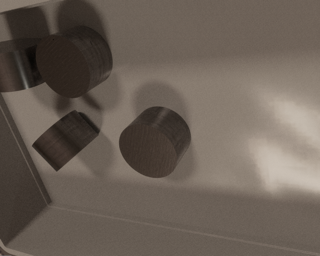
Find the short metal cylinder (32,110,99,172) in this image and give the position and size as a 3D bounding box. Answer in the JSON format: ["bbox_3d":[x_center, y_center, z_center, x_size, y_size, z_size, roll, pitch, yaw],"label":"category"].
[{"bbox_3d":[-0.137,0.018,0.455,0.050,0.080,0.080,48,129,-6],"label":"short metal cylinder"}]

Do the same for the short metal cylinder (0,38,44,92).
[{"bbox_3d":[-0.196,-0.087,0.420,0.080,0.080,0.050,8,122,23],"label":"short metal cylinder"}]

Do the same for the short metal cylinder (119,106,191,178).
[{"bbox_3d":[-0.006,0.018,0.406,0.080,0.050,0.079,13,124,20],"label":"short metal cylinder"}]

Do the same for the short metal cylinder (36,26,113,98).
[{"bbox_3d":[-0.108,-0.085,0.395,0.080,0.050,0.079,13,124,20],"label":"short metal cylinder"}]
